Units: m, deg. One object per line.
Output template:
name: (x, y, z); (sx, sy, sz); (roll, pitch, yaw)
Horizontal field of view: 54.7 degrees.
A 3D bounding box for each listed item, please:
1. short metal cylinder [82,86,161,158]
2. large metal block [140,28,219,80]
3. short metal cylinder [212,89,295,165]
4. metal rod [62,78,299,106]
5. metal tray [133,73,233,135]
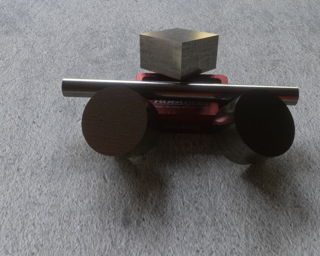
short metal cylinder: (-0.044, -0.005, 0.369); (0.080, 0.050, 0.080); (-3, 81, 17)
large metal block: (0.028, -0.112, 0.455); (0.080, 0.050, 0.081); (24, 36, 39)
short metal cylinder: (0.110, 0.000, 0.368); (0.081, 0.050, 0.080); (6, 72, -18)
metal rod: (0.025, -0.048, 0.406); (0.302, 0.025, 0.025); (2, 50, 2)
metal tray: (0.030, -0.036, 0.432); (0.131, 0.030, 0.090); (2, 50, 1)
